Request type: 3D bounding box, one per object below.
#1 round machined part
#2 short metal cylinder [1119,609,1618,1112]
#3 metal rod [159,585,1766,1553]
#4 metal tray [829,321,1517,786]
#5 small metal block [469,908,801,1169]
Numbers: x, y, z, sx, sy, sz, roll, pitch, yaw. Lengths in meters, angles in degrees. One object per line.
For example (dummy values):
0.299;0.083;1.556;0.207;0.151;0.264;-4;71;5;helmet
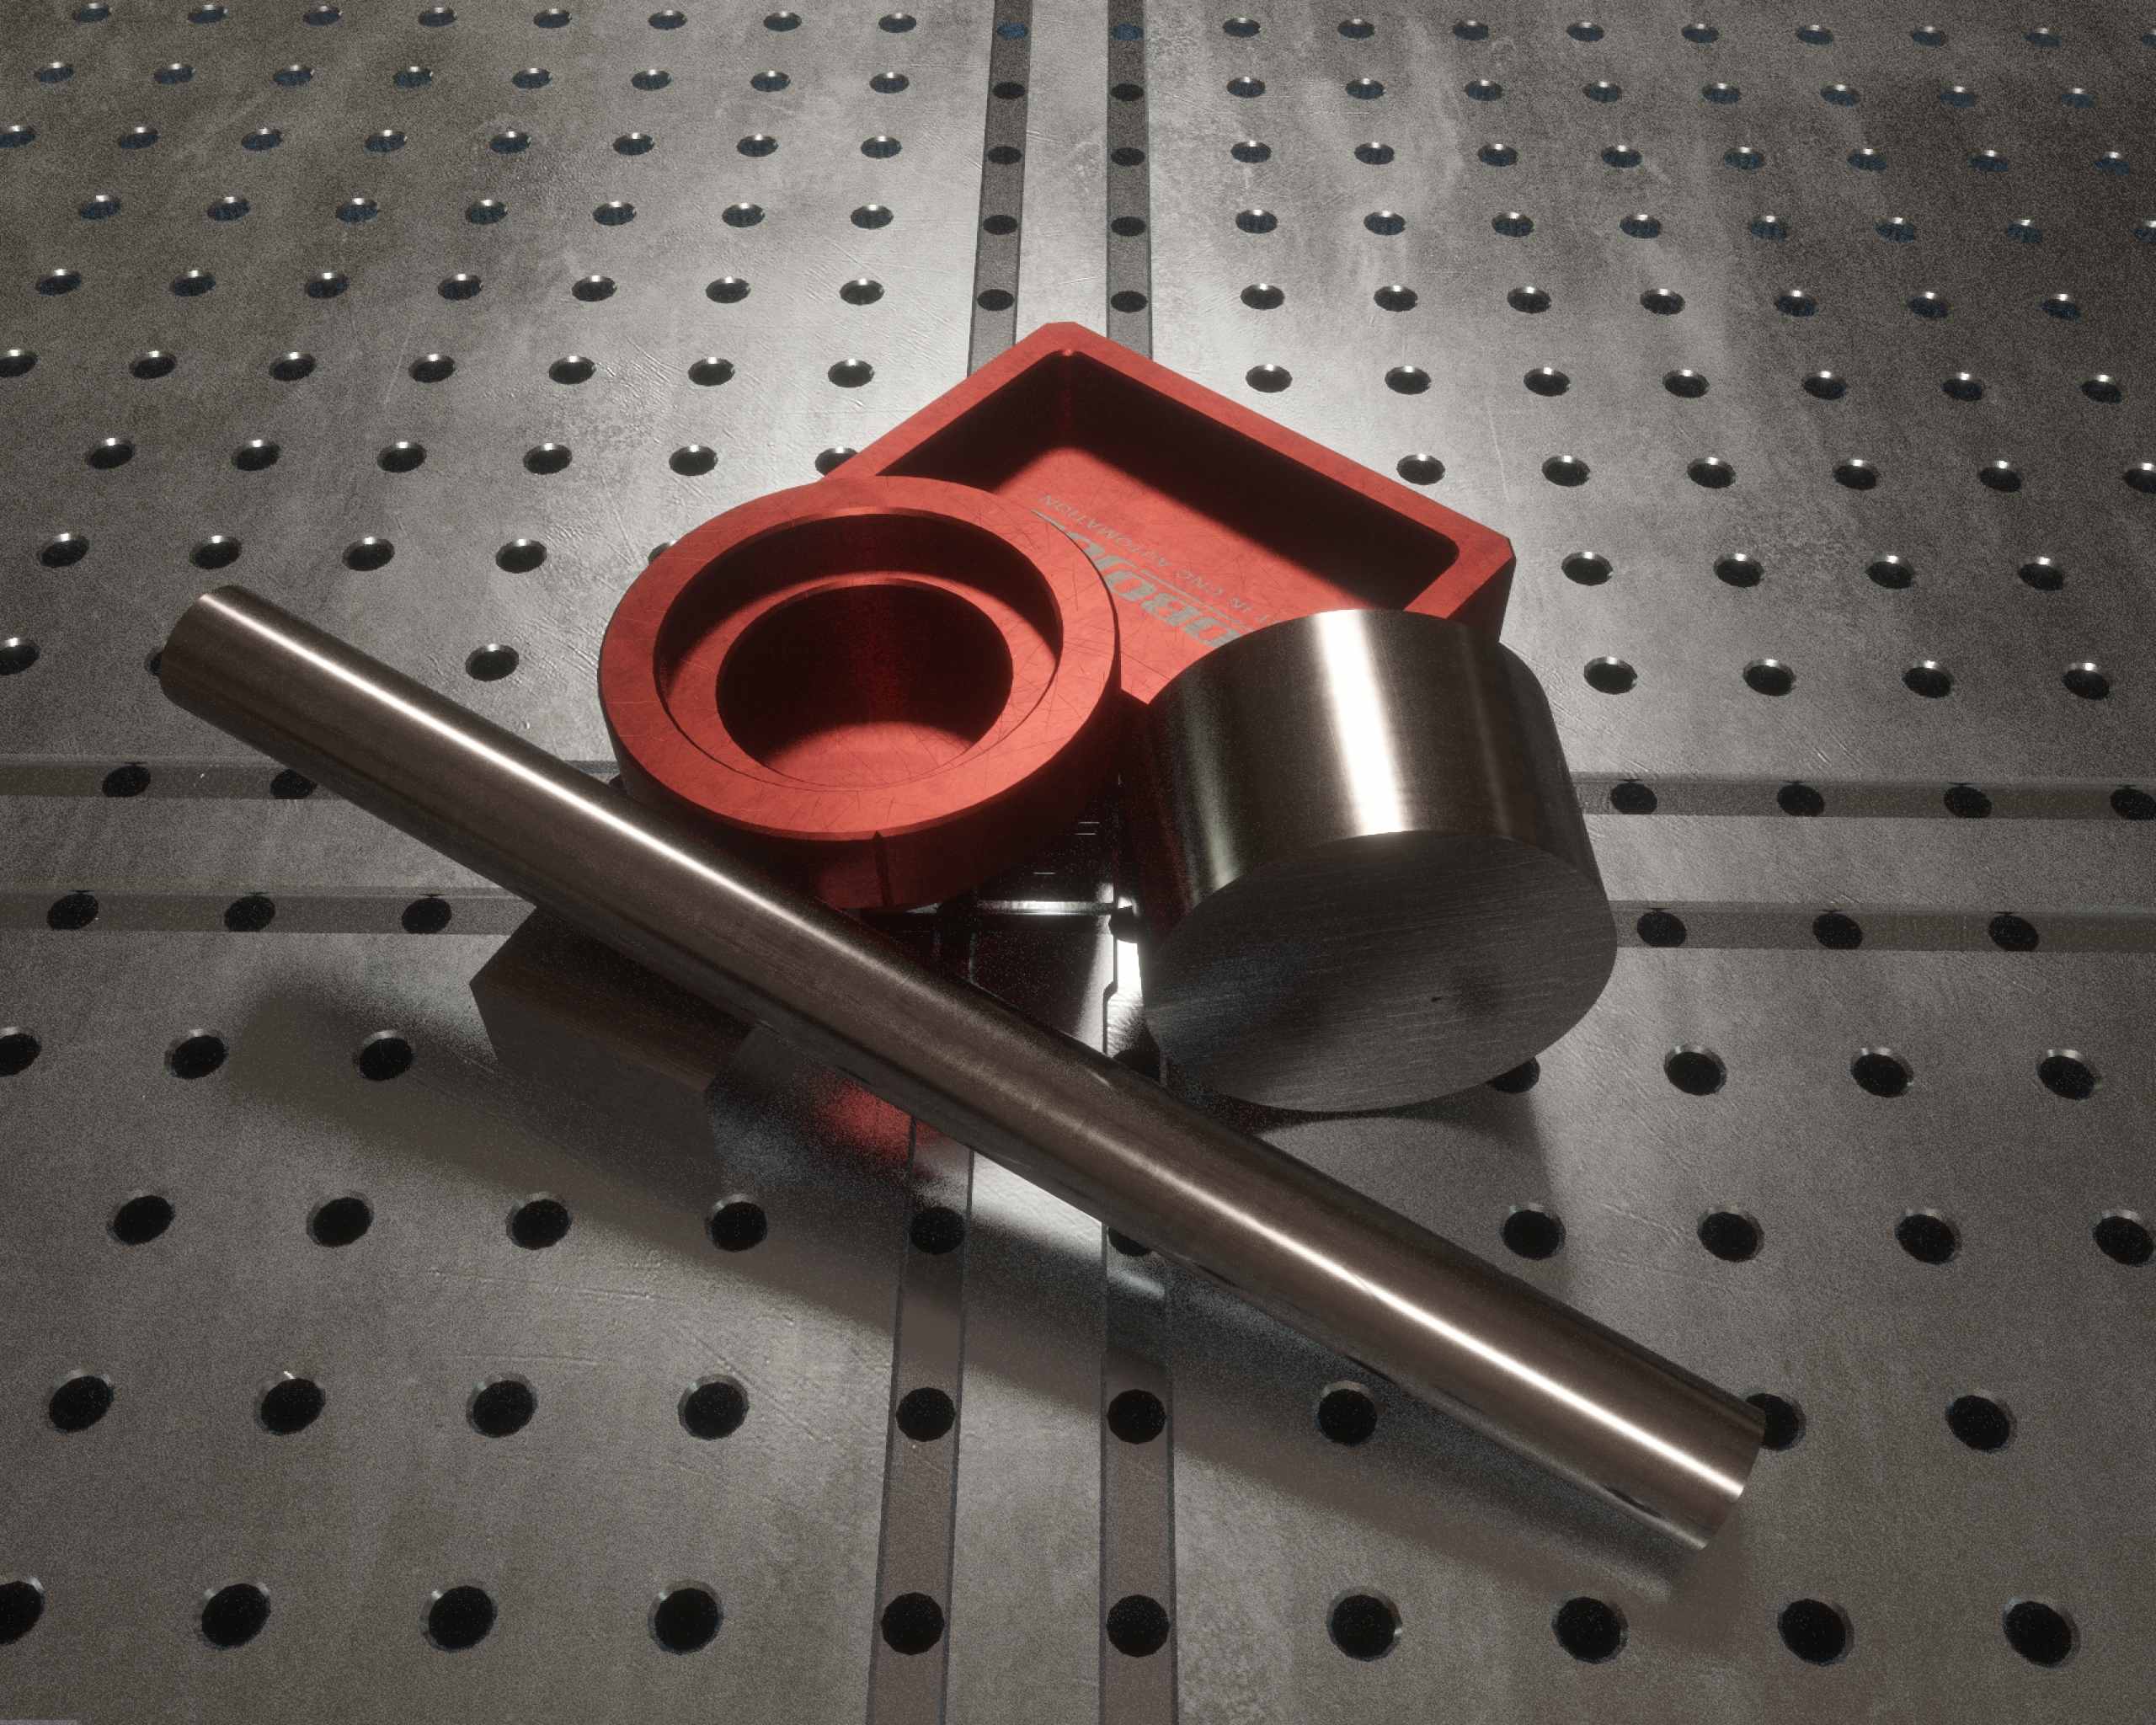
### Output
-0.041;-0.028;0.409;0.099;0.042;0.098;-1;50;1;round machined part
0.049;0.001;0.370;0.081;0.080;0.050;-3;50;-3;short metal cylinder
-0.028;0.029;0.356;0.301;0.025;0.025;28;55;10;metal rod
0.017;-0.063;0.457;0.130;0.030;0.090;32;56;24;metal tray
-0.075;0.022;0.389;0.050;0.025;0.050;22;53;17;small metal block
